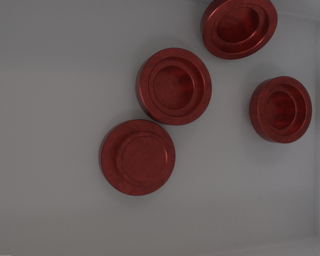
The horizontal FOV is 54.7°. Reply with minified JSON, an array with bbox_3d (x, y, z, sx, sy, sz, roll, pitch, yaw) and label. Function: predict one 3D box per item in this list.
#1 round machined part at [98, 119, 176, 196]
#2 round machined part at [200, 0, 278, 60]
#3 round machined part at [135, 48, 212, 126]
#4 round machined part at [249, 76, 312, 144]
[{"bbox_3d":[-0.025,0.038,0.392,0.099,0.042,0.097,0,90,-20],"label":"round machined part"},{"bbox_3d":[0.103,-0.144,0.420,0.099,0.097,0.042,9,49,-20],"label":"round machined part"},{"bbox_3d":[0.015,-0.052,0.407,0.099,0.042,0.097,0,90,-20],"label":"round machined part"},{"bbox_3d":[0.175,-0.026,0.466,0.099,0.042,0.097,0,90,-20],"label":"round machined part"}]
